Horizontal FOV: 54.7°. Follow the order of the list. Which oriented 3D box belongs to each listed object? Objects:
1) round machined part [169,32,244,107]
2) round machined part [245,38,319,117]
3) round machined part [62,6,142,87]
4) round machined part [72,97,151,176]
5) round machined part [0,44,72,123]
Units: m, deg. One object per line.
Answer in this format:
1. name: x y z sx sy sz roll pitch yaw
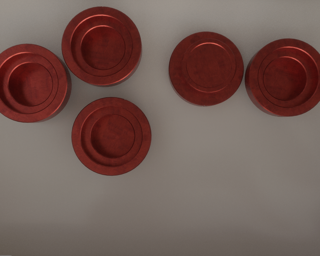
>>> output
1. round machined part: 0.061 -0.078 0.404 0.099 0.042 0.097 0 90 -1
2. round machined part: 0.160 -0.063 0.405 0.099 0.042 0.097 0 90 -1
3. round machined part: -0.072 -0.102 0.402 0.099 0.042 0.097 0 90 -1
4. round machined part: -0.060 0.010 0.402 0.099 0.042 0.097 0 90 -1
5. round machined part: -0.164 -0.055 0.401 0.099 0.042 0.097 0 90 -1
